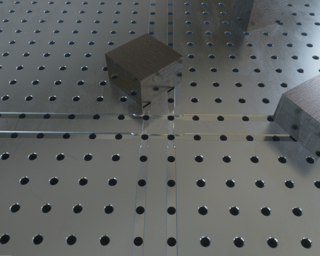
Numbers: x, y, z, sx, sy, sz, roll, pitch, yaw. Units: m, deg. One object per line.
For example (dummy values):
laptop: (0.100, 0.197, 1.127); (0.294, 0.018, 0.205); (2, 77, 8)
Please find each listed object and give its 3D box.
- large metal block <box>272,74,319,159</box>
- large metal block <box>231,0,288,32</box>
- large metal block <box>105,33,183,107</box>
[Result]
large metal block: (0.212, -0.019, 0.409); (0.080, 0.050, 0.080); (-26, 55, -20)
large metal block: (0.185, -0.233, 0.569); (0.081, 0.080, 0.050); (-21, 53, -16)
large metal block: (-0.023, -0.090, 0.467); (0.080, 0.050, 0.080); (-35, 58, -26)
